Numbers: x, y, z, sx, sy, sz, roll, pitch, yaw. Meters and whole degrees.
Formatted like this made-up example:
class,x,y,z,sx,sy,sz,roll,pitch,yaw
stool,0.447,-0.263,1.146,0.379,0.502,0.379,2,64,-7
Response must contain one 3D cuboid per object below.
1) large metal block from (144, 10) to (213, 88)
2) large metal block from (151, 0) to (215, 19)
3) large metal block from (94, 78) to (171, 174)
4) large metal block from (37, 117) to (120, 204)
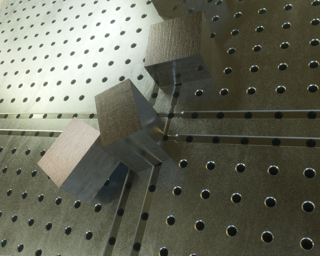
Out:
class,x,y,z,sx,sy,sz,roll,pitch,yaw
large metal block,0.029,-0.111,0.444,0.080,0.050,0.080,-8,58,24
large metal block,0.040,-0.222,0.506,0.080,0.050,0.080,35,81,38
large metal block,-0.034,-0.001,0.390,0.050,0.080,0.080,-26,53,12
large metal block,-0.104,0.040,0.411,0.080,0.050,0.080,24,74,48
